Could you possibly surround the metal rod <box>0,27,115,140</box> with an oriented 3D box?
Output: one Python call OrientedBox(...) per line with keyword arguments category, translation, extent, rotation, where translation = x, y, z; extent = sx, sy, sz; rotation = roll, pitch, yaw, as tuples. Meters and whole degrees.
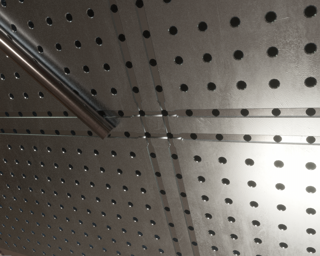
OrientedBox(category="metal rod", translation=(-0.187, -0.091, 0.450), extent=(0.300, 0.025, 0.025), rotation=(41, 129, -1))
